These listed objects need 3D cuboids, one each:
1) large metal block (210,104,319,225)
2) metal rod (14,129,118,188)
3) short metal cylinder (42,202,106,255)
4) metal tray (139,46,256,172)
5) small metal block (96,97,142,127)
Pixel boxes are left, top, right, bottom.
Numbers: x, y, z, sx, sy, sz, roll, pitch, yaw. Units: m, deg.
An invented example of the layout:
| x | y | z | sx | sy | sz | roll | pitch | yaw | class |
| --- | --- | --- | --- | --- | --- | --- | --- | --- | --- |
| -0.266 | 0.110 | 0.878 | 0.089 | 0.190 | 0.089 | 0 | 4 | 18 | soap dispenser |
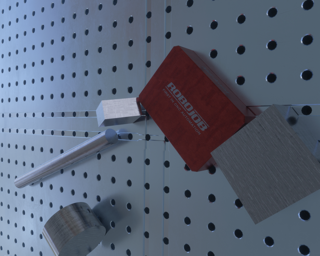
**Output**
| x | y | z | sx | sy | sz | roll | pitch | yaw | class |
| --- | --- | --- | --- | --- | --- | --- | --- | --- | --- |
| 0.111 | 0.034 | 0.301 | 0.080 | 0.050 | 0.080 | -44 | 64 | 31 | large metal block |
| -0.182 | 0.063 | 0.555 | 0.299 | 0.025 | 0.025 | -25 | 75 | 37 | metal rod |
| -0.132 | 0.162 | 0.480 | 0.050 | 0.081 | 0.080 | 43 | 116 | 31 | short metal cylinder |
| 0.038 | -0.024 | 0.373 | 0.090 | 0.030 | 0.130 | -51 | 60 | 27 | metal tray |
| -0.058 | -0.021 | 0.427 | 0.050 | 0.050 | 0.025 | 149 | 112 | -67 | small metal block |
